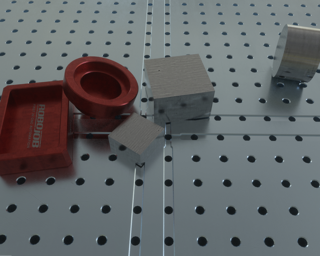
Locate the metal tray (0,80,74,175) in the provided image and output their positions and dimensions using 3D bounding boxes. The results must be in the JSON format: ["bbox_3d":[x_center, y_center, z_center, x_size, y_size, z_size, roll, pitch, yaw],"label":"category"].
[{"bbox_3d":[-0.163,-0.006,0.407,0.091,0.030,0.130,-7,50,-6],"label":"metal tray"}]

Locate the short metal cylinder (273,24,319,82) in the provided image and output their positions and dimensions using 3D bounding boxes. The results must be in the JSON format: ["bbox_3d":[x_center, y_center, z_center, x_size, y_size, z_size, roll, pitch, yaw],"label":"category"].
[{"bbox_3d":[0.207,-0.113,0.469,0.050,0.080,0.080,11,51,9],"label":"short metal cylinder"}]

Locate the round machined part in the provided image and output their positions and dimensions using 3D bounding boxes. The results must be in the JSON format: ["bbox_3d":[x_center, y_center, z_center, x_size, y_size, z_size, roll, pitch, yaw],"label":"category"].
[{"bbox_3d":[-0.083,-0.051,0.425,0.099,0.042,0.098,15,45,-15],"label":"round machined part"}]

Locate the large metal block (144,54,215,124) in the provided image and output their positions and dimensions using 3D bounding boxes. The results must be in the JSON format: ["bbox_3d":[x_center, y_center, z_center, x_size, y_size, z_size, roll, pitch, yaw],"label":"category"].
[{"bbox_3d":[0.024,-0.057,0.439,0.081,0.050,0.080,-8,51,-7],"label":"large metal block"}]

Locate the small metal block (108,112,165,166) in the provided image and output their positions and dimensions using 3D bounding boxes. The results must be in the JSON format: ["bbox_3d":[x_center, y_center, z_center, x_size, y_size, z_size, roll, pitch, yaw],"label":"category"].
[{"bbox_3d":[-0.029,0.013,0.396,0.050,0.025,0.050,29,55,21],"label":"small metal block"}]
